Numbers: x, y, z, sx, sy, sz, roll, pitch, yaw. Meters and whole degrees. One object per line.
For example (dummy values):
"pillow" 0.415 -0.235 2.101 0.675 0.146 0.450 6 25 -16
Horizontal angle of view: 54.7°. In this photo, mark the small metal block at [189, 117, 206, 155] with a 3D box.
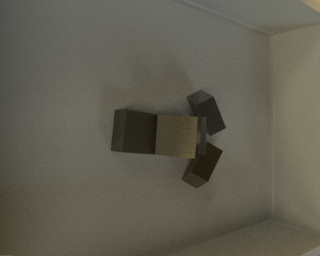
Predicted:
"small metal block" 0.035 0.010 0.420 0.025 0.050 0.050 1 89 -40

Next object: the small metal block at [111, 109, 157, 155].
"small metal block" -0.030 0.006 0.380 0.050 0.025 0.050 8 85 -40

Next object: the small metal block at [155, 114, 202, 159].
"small metal block" 0.023 0.010 0.386 0.025 0.050 0.050 2 92 -72

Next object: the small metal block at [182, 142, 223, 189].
"small metal block" 0.059 0.053 0.437 0.025 0.050 0.050 31 66 1

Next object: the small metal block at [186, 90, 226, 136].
"small metal block" 0.065 -0.023 0.442 0.025 0.050 0.050 -27 111 -3
